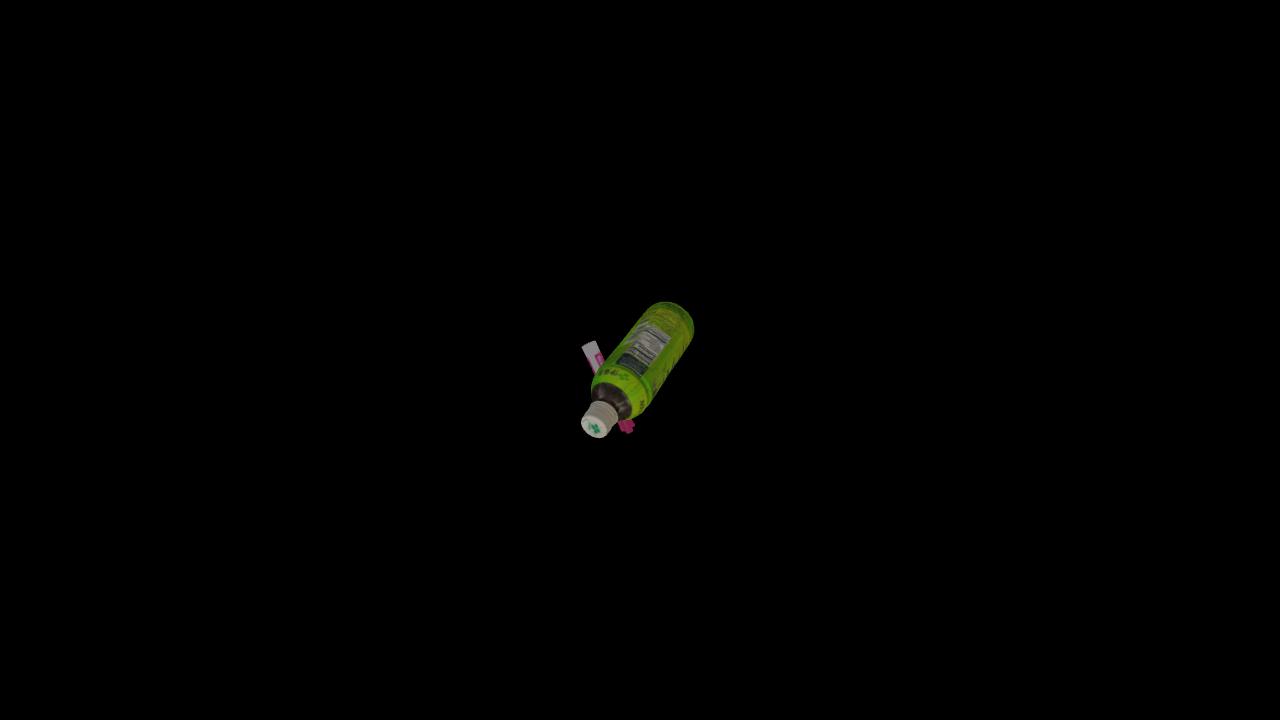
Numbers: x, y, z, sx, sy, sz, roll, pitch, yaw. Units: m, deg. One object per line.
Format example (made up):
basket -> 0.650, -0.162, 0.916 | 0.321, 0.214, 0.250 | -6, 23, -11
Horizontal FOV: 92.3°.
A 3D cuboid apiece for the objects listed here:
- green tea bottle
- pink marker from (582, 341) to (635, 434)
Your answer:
green tea bottle -> -0.005, 0.010, 0.698 | 0.073, 0.073, 0.212 | 0, 31, 30
pink marker -> -0.037, 0.035, 0.746 | 0.020, 0.121, 0.020 | -24, 9, 4
